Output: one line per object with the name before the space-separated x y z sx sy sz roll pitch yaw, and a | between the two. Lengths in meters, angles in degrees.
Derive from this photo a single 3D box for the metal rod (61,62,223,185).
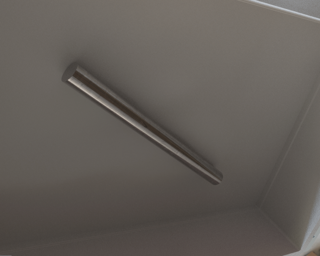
metal rod | 0.000 0.012 0.415 0.025 0.025 0.301 -48 129 6
